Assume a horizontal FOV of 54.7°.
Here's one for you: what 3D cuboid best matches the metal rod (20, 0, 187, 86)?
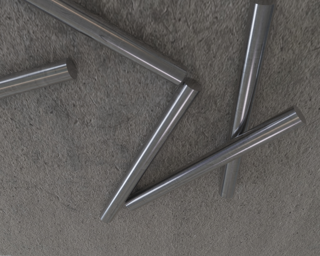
[{"bbox_3d":[-0.103,-0.121,0.302,0.302,0.025,0.025,26,126,-21],"label":"metal rod"}]

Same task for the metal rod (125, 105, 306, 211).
[{"bbox_3d":[0.055,0.055,0.431,0.025,0.025,0.299,36,128,-27],"label":"metal rod"}]

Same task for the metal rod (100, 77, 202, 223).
[{"bbox_3d":[-0.027,0.051,0.449,0.025,0.025,0.298,20,127,-17],"label":"metal rod"}]

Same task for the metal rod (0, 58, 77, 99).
[{"bbox_3d":[-0.244,-0.035,0.374,0.301,0.025,0.025,-12,129,10],"label":"metal rod"}]

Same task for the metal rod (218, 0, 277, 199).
[{"bbox_3d":[0.104,-0.011,0.398,0.025,0.025,0.298,-1,130,0],"label":"metal rod"}]
